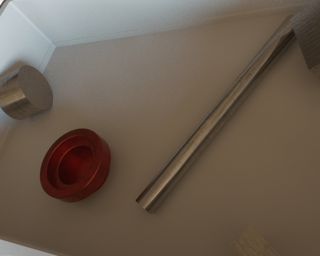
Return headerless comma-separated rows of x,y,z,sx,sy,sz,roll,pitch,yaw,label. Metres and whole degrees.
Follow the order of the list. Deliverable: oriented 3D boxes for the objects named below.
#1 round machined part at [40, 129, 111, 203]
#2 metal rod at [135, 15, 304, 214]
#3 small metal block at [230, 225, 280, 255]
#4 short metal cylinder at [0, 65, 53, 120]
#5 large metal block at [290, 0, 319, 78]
-0.108,0.053,0.417,0.098,0.042,0.098,-13,56,20,round machined part
0.077,-0.022,0.377,0.025,0.025,0.300,34,80,38,metal rod
0.092,0.117,0.269,0.025,0.050,0.050,-42,51,0,small metal block
-0.229,-0.059,0.524,0.050,0.080,0.080,-21,54,15,short metal cylinder
0.198,-0.103,0.329,0.080,0.050,0.080,-35,45,41,large metal block
